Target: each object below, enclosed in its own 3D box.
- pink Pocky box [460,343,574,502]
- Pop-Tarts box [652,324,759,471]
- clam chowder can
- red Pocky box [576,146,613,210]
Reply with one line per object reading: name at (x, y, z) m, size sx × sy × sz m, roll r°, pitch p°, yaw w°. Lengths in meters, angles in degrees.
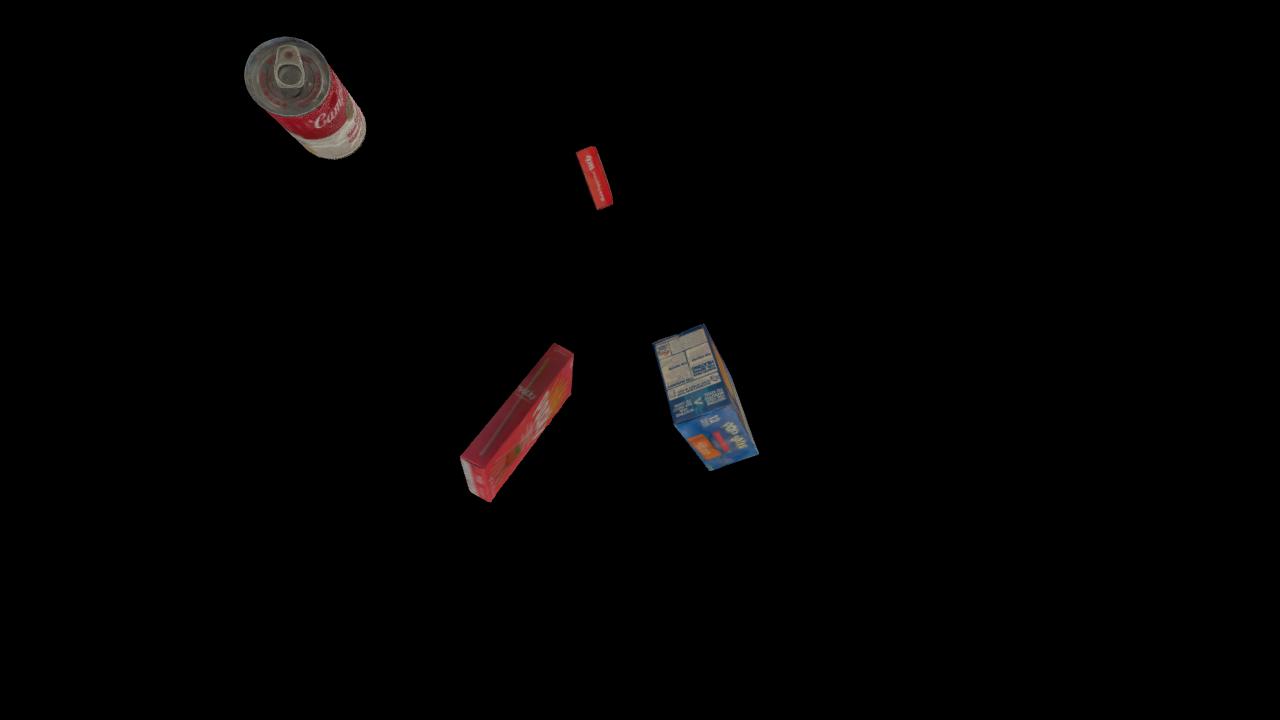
pink Pocky box at (-0.119, 0.062, 0.623) m, size 0.029 × 0.155 × 0.084 m, roll 28°, pitch -33°, yaw 10°
Pop-Tarts box at (0.095, 0.057, 0.881) m, size 0.083 × 0.141 × 0.167 m, roll -23°, pitch -37°, yaw 11°
clam chowder can at (-0.297, -0.231, 0.557) m, size 0.068 × 0.068 × 0.102 m, roll 0°, pitch -3°, yaw -8°
red Pocky box at (-0.064, -0.268, 0.898) m, size 0.028 × 0.083 × 0.155 m, roll -18°, pitch 19°, yaw 3°
